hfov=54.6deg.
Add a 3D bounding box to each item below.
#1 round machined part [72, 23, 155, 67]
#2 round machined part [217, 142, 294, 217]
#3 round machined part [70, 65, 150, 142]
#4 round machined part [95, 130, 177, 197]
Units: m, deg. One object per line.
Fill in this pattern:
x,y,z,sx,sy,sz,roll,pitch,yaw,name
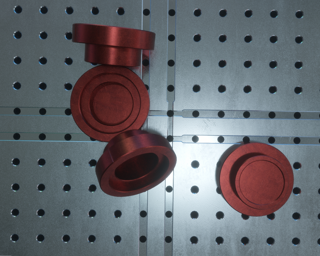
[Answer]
-0.056,-0.099,0.378,0.099,0.098,0.042,6,104,0,round machined part
0.127,0.068,0.406,0.099,0.042,0.097,0,90,0,round machined part
-0.062,-0.031,0.404,0.099,0.042,0.097,0,90,0,round machined part
-0.032,0.040,0.387,0.098,0.098,0.042,-28,53,0,round machined part
